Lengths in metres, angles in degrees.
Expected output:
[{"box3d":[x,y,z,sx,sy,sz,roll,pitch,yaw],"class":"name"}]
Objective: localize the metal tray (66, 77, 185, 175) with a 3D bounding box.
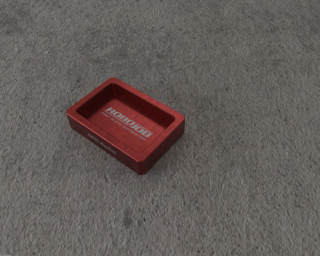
[{"box3d":[-0.044,-0.008,0.406,0.130,0.030,0.090,31,56,23],"class":"metal tray"}]
